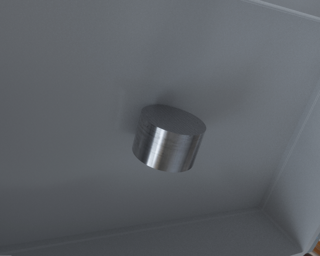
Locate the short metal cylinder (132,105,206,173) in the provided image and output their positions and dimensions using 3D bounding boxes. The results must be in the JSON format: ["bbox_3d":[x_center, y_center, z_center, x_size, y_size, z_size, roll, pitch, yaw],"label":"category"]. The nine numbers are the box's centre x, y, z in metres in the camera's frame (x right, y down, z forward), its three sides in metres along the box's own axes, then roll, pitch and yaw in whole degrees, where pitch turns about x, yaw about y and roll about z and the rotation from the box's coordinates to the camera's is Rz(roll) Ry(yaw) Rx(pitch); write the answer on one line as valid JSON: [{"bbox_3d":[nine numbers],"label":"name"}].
[{"bbox_3d":[0.010,0.011,0.381,0.081,0.080,0.050,2,118,-29],"label":"short metal cylinder"}]
